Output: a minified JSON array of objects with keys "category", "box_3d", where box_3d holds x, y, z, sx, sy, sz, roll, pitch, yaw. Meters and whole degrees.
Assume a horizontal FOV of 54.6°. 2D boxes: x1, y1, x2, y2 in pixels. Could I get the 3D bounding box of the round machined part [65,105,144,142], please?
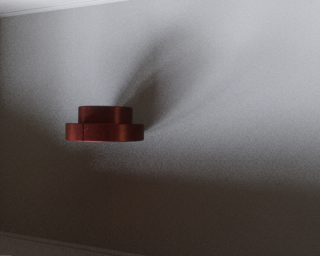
[{"category":"round machined part","box_3d":[-0.070,-0.006,0.397,0.098,0.098,0.042,1,91,20]}]
